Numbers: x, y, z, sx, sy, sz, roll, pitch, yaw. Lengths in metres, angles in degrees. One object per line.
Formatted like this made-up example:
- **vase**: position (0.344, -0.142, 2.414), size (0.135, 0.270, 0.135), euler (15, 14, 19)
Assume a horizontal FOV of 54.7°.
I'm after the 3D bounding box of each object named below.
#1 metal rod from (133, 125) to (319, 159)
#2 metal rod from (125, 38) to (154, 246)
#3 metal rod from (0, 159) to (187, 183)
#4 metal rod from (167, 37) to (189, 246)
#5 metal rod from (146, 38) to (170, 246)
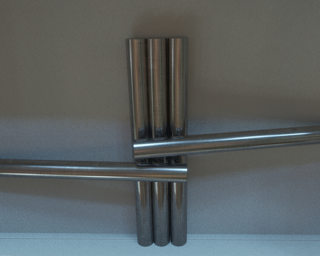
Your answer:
- **metal rod**: position (0.118, 0.016, 0.399), size (0.302, 0.025, 0.025), euler (-4, 110, -6)
- **metal rod**: position (-0.025, 0.033, 0.422), size (0.025, 0.025, 0.298), euler (-1, 110, 0)
- **metal rod**: position (-0.115, 0.056, 0.412), size (0.302, 0.025, 0.025), euler (1, 110, 5)
- **metal rod**: position (0.025, 0.032, 0.422), size (0.025, 0.025, 0.298), euler (-1, 110, 0)
- **metal rod**: position (-0.001, 0.032, 0.422), size (0.025, 0.025, 0.298), euler (-1, 110, 0)
